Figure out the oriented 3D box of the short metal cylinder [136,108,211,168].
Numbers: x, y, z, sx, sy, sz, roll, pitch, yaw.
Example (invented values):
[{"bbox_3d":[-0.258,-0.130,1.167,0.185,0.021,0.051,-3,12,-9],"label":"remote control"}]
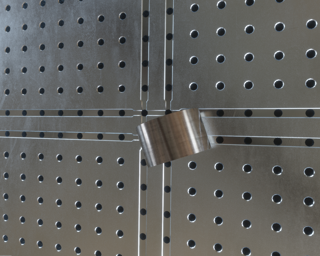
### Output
[{"bbox_3d":[0.016,0.013,0.377,0.080,0.080,0.050,-19,84,18],"label":"short metal cylinder"}]
